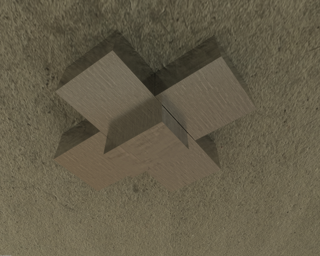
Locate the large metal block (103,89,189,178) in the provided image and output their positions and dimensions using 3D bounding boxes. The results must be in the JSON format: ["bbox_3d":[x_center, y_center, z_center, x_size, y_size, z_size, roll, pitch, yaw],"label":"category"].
[{"bbox_3d":[-0.016,0.001,0.373,0.080,0.080,0.050,-29,125,22],"label":"large metal block"}]

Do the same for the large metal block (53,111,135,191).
[{"bbox_3d":[-0.078,0.030,0.416,0.080,0.050,0.080,-29,125,22],"label":"large metal block"}]

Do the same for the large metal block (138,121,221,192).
[{"bbox_3d":[0.024,0.032,0.419,0.080,0.050,0.080,-29,125,22],"label":"large metal block"}]

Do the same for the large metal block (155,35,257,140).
[{"bbox_3d":[0.051,-0.043,0.355,0.080,0.050,0.080,-29,125,22],"label":"large metal block"}]

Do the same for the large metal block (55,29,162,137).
[{"bbox_3d":[-0.054,-0.048,0.350,0.080,0.050,0.080,-29,125,22],"label":"large metal block"}]
